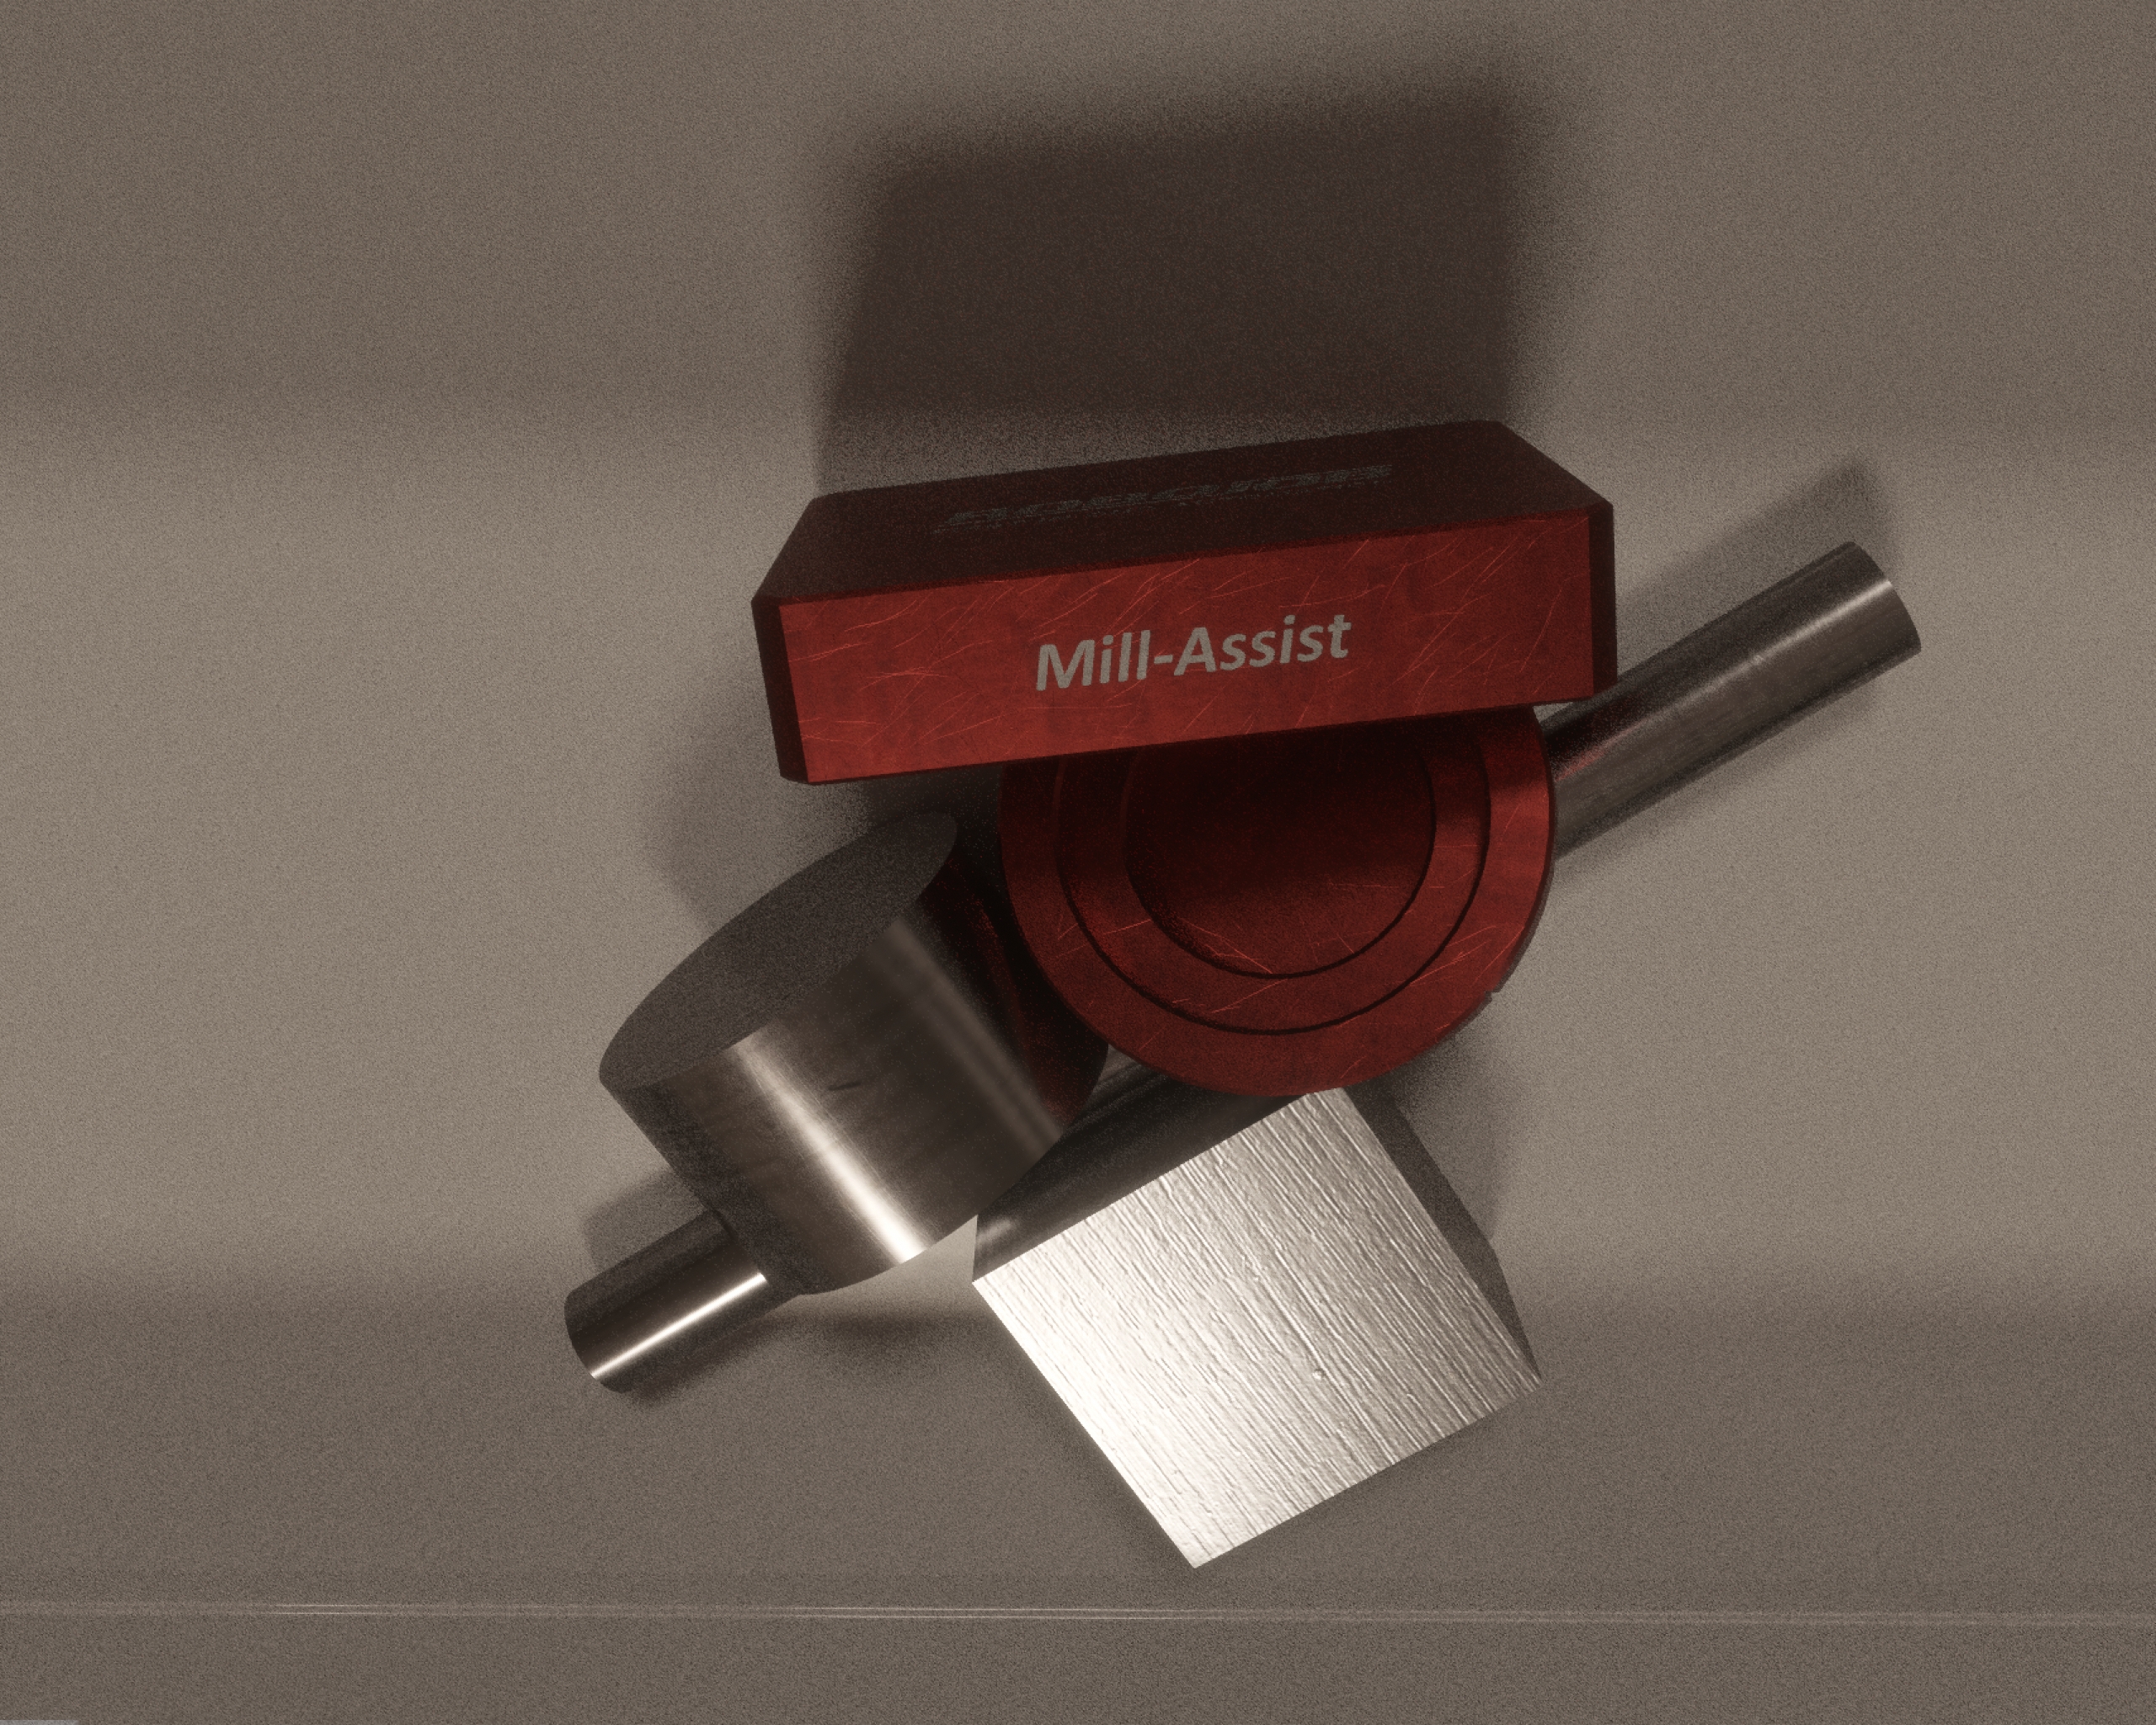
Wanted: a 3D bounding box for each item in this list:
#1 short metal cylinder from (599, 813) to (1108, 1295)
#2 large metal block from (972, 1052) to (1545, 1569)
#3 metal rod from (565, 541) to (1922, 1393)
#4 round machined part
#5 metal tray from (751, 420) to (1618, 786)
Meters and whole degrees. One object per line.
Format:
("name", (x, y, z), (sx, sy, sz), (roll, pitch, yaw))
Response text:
("short metal cylinder", (-0.042, 0.035, 0.393), (0.080, 0.080, 0.050), (-32, 107, 10))
("large metal block", (0.035, 0.082, 0.426), (0.080, 0.050, 0.080), (-31, 108, 10))
("metal rod", (0.025, 0.026, 0.420), (0.300, 0.025, 0.025), (-31, 108, 10))
("round machined part", (0.038, -0.006, 0.384), (0.098, 0.042, 0.097), (-1, 85, 14))
("metal tray", (0.017, -0.047, 0.357), (0.131, 0.090, 0.030), (-6, 110, 1))
